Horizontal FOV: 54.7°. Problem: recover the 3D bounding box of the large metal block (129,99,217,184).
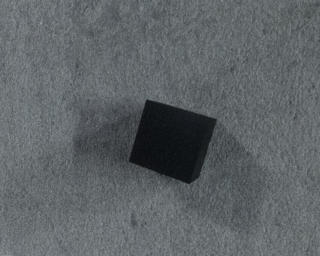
[{"bbox_3d":[0.017,0.015,0.389,0.080,0.050,0.080,18,96,18],"label":"large metal block"}]
